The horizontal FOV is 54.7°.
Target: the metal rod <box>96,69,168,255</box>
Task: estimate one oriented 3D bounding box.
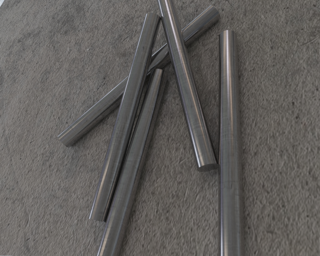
[{"bbox_3d":[-0.035,0.053,0.389,0.025,0.025,0.300,1,62,28],"label":"metal rod"}]

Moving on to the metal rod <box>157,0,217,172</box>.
[{"bbox_3d":[0.029,-0.086,0.417,0.025,0.025,0.299,-20,61,17],"label":"metal rod"}]

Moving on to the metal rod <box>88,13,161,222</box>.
[{"bbox_3d":[-0.043,-0.027,0.421,0.025,0.025,0.299,3,69,29],"label":"metal rod"}]

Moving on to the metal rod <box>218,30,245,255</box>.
[{"bbox_3d":[0.080,0.003,0.359,0.025,0.025,0.299,-8,58,24],"label":"metal rod"}]

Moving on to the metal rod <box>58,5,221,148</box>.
[{"bbox_3d":[-0.031,-0.077,0.467,0.300,0.025,0.025,-41,51,0],"label":"metal rod"}]
